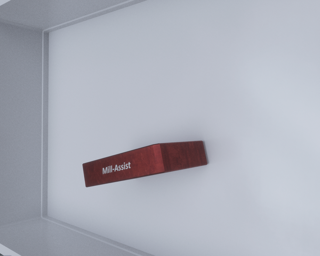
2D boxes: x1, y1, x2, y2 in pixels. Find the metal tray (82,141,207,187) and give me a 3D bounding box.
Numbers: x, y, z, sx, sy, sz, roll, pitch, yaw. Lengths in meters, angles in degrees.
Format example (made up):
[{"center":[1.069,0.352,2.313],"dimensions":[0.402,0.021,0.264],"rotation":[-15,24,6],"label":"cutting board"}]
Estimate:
[{"center":[-0.020,0.045,0.382],"dimensions":[0.130,0.091,0.030],"rotation":[-17,79,39],"label":"metal tray"}]
